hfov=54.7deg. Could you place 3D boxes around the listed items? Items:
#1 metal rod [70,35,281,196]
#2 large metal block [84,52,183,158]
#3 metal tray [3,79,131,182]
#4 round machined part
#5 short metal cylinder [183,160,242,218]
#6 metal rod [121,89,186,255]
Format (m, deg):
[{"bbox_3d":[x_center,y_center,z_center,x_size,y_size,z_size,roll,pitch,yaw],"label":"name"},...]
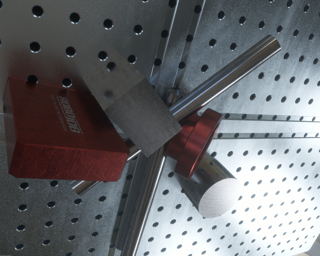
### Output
[{"bbox_3d":[0.017,-0.015,0.380,0.300,0.025,0.025,-36,130,2],"label":"metal rod"},{"bbox_3d":[-0.030,-0.027,0.344,0.050,0.080,0.080,-40,130,-2],"label":"large metal block"},{"bbox_3d":[-0.093,-0.002,0.292,0.091,0.130,0.030,9,114,-33],"label":"metal tray"},{"bbox_3d":[0.042,0.017,0.414,0.098,0.042,0.098,-57,166,-22],"label":"round machined part"},{"bbox_3d":[0.085,0.099,0.505,0.081,0.050,0.079,-14,124,-21],"label":"short metal cylinder"},{"bbox_3d":[-0.016,0.085,0.456,0.025,0.025,0.298,2,118,-30],"label":"metal rod"}]
